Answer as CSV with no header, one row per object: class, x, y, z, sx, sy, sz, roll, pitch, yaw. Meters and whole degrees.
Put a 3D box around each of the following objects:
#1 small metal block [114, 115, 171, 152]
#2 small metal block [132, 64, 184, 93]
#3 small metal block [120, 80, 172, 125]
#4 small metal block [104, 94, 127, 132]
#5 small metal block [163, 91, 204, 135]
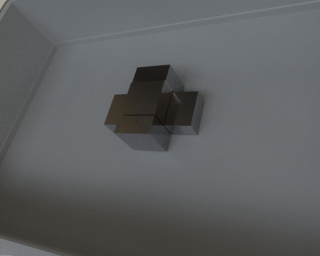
small metal block,-0.021,0.007,0.393,0.050,0.050,0.025,1,62,28
small metal block,-0.001,-0.059,0.424,0.050,0.050,0.025,1,62,28
small metal block,-0.017,-0.032,0.399,0.050,0.025,0.050,1,62,28
small metal block,-0.045,-0.021,0.439,0.050,0.025,0.050,1,62,28
small metal block,0.026,-0.019,0.402,0.050,0.025,0.050,1,62,28
